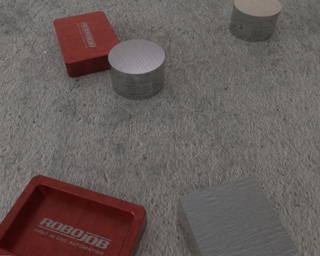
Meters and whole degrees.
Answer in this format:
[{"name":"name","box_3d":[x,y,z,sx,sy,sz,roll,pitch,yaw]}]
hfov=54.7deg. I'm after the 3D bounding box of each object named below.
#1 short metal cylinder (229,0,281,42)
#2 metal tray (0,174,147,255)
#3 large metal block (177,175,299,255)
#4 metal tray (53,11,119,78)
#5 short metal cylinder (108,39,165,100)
[{"name":"short metal cylinder","box_3d":[0.169,-0.198,0.555,0.081,0.050,0.080,0,50,0]},{"name":"metal tray","box_3d":[-0.088,0.107,0.309,0.131,0.030,0.090,14,51,11]},{"name":"large metal block","box_3d":[0.069,0.102,0.302,0.081,0.050,0.080,-14,52,-12]},{"name":"metal tray","box_3d":[-0.122,-0.144,0.520,0.091,0.030,0.130,-16,52,-14]},{"name":"short metal cylinder","box_3d":[-0.033,-0.087,0.460,0.081,0.050,0.080,0,50,0]}]
